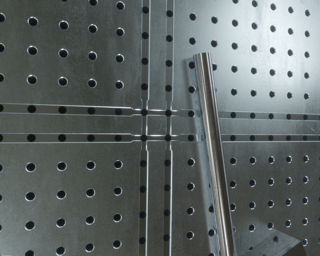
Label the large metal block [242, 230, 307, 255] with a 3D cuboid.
[{"bbox_3d":[0.178,0.217,0.465,0.081,0.050,0.080,-27,99,-18],"label":"large metal block"}]

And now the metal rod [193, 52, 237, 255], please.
[{"bbox_3d":[0.079,0.044,0.441,0.025,0.025,0.298,-9,93,-20],"label":"metal rod"}]
